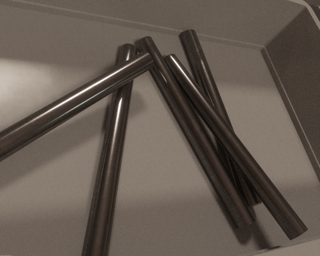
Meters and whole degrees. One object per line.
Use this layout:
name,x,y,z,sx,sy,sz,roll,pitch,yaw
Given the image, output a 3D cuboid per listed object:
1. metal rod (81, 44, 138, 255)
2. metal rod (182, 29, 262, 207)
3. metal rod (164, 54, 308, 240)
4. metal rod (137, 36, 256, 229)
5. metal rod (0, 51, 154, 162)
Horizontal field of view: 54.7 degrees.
metal rod,-0.054,0.011,0.370,0.025,0.025,0.300,17,55,-19
metal rod,0.086,-0.029,0.471,0.025,0.025,0.299,-1,62,-29
metal rod,0.090,0.011,0.425,0.025,0.025,0.299,-17,63,-35
metal rod,0.043,-0.005,0.433,0.025,0.025,0.299,-16,70,-35
metal rod,-0.116,-0.012,0.332,0.025,0.025,0.302,48,57,5
